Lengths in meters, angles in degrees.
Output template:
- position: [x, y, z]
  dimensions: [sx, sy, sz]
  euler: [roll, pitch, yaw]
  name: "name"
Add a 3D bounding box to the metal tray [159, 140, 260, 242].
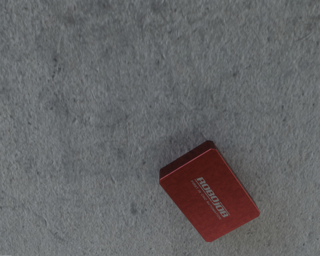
- position: [0.070, 0.093, 0.442]
  dimensions: [0.090, 0.030, 0.130]
  euler: [-33, 107, 11]
  name: "metal tray"
